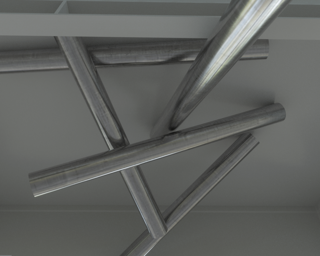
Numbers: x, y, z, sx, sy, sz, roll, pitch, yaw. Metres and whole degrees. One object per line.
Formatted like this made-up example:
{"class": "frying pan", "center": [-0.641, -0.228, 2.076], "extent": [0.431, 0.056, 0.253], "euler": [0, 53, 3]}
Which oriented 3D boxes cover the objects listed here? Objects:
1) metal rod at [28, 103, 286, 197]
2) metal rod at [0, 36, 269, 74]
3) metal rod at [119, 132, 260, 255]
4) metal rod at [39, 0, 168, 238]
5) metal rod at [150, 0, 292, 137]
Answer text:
{"class": "metal rod", "center": [0.013, 0.018, 0.351], "extent": [0.302, 0.025, 0.025], "euler": [-15, 132, -17]}
{"class": "metal rod", "center": [-0.036, -0.079, 0.340], "extent": [0.302, 0.025, 0.025], "euler": [-3, 130, 2]}
{"class": "metal rod", "center": [0.021, 0.118, 0.430], "extent": [0.300, 0.025, 0.025], "euler": [-45, 120, 3]}
{"class": "metal rod", "center": [-0.052, 0.008, 0.352], "extent": [0.025, 0.025, 0.299], "euler": [-16, 113, 13]}
{"class": "metal rod", "center": [0.027, -0.031, 0.281], "extent": [0.025, 0.025, 0.299], "euler": [10, 162, -9]}
